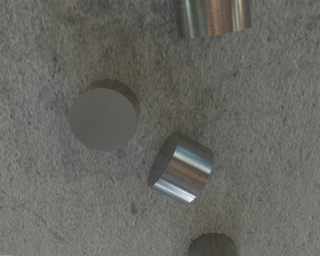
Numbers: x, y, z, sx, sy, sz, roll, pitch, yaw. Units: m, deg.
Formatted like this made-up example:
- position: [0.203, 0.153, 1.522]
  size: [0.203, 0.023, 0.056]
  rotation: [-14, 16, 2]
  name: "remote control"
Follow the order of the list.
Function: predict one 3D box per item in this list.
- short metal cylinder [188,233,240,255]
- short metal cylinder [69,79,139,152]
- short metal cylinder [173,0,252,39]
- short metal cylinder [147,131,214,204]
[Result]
- position: [0.085, 0.210, 0.475]
  size: [0.081, 0.050, 0.079]
  rotation: [0, 110, -1]
  name: "short metal cylinder"
- position: [-0.067, -0.017, 0.389]
  size: [0.081, 0.050, 0.079]
  rotation: [0, 110, -1]
  name: "short metal cylinder"
- position: [0.056, -0.129, 0.334]
  size: [0.080, 0.080, 0.050]
  rotation: [-9, 110, 3]
  name: "short metal cylinder"
- position: [0.025, 0.051, 0.400]
  size: [0.050, 0.080, 0.080]
  rotation: [29, 107, -11]
  name: "short metal cylinder"
